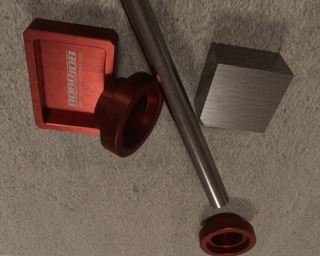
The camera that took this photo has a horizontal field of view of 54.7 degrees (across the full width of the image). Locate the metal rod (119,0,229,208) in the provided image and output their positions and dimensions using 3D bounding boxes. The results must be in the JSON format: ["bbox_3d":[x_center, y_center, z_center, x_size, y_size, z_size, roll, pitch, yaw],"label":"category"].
[{"bbox_3d":[0.017,-0.032,0.333,0.025,0.025,0.299,-19,114,15],"label":"metal rod"}]

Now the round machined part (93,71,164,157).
[{"bbox_3d":[-0.038,-0.019,0.352,0.042,0.099,0.097,27,132,18],"label":"round machined part"}]

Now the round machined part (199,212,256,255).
[{"bbox_3d":[0.120,0.190,0.560,0.099,0.042,0.097,-1,130,0],"label":"round machined part"}]

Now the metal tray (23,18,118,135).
[{"bbox_3d":[-0.099,-0.053,0.357,0.091,0.030,0.129,6,130,-6],"label":"metal tray"}]

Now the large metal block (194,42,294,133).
[{"bbox_3d":[0.090,-0.045,0.354,0.081,0.050,0.079,7,130,-7],"label":"large metal block"}]
